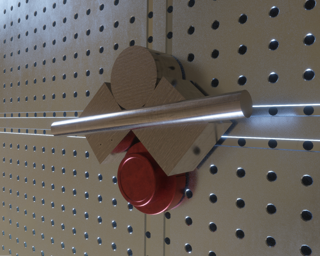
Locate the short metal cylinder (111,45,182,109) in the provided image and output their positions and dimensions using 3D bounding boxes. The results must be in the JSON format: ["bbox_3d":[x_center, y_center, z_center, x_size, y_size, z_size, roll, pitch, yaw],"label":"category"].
[{"bbox_3d":[-0.018,-0.062,0.403,0.080,0.050,0.079,0,90,40],"label":"short metal cylinder"}]

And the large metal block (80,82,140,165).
[{"bbox_3d":[-0.063,-0.006,0.439,0.080,0.050,0.080,-47,64,29],"label":"large metal block"}]

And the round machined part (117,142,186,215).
[{"bbox_3d":[-0.018,0.065,0.408,0.098,0.042,0.097,0,90,40],"label":"round machined part"}]

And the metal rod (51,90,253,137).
[{"bbox_3d":[-0.038,-0.010,0.368,0.300,0.025,0.025,-6,86,40],"label":"metal rod"}]

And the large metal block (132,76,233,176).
[{"bbox_3d":[0.023,-0.003,0.366,0.080,0.050,0.080,50,120,28],"label":"large metal block"}]
